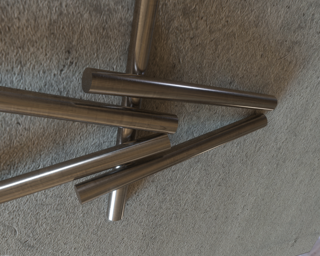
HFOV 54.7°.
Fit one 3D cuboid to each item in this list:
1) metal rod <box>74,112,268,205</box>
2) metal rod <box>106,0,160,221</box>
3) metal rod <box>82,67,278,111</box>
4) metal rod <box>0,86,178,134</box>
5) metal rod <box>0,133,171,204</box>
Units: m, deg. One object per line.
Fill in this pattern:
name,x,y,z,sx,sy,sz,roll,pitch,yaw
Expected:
metal rod,0.032,0.033,0.428,0.302,0.025,0.025,-19,127,-25
metal rod,-0.039,-0.004,0.386,0.025,0.025,0.298,-3,120,-27
metal rod,0.050,-0.043,0.390,0.302,0.025,0.025,2,118,-37
metal rod,-0.118,-0.023,0.312,0.302,0.025,0.025,8,115,-26
metal rod,-0.132,0.058,0.355,0.302,0.025,0.025,-17,126,-13
